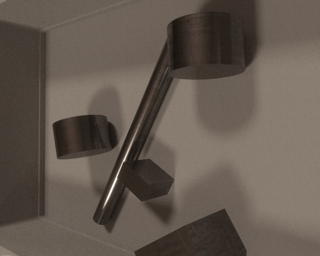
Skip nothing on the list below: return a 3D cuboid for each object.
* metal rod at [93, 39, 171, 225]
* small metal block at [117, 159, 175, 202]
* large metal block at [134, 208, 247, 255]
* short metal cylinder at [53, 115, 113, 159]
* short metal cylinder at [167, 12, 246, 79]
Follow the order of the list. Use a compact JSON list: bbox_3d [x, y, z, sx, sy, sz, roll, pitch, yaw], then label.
[{"bbox_3d":[-0.034,0.013,0.432,0.025,0.025,0.298,37,112,33],"label":"metal rod"},{"bbox_3d":[-0.018,0.066,0.404,0.050,0.050,0.025,36,112,34],"label":"small metal block"},{"bbox_3d":[0.034,0.136,0.342,0.080,0.081,0.050,-39,66,33],"label":"large metal block"},{"bbox_3d":[-0.116,0.015,0.464,0.080,0.081,0.050,-18,79,38],"label":"short metal cylinder"},{"bbox_3d":[0.049,-0.083,0.330,0.080,0.081,0.050,-3,88,39],"label":"short metal cylinder"}]
